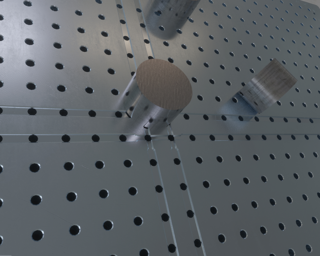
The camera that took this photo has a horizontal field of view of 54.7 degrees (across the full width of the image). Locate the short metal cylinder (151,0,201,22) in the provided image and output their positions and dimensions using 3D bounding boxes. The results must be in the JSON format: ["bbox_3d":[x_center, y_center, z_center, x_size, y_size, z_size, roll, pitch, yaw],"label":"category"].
[{"bbox_3d":[0.030,-0.237,0.553,0.081,0.050,0.080,14,56,-21],"label":"short metal cylinder"}]

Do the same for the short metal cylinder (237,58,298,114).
[{"bbox_3d":[0.175,-0.069,0.509,0.050,0.080,0.080,47,51,4],"label":"short metal cylinder"}]

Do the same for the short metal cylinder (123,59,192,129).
[{"bbox_3d":[-0.004,-0.046,0.418,0.081,0.050,0.080,14,56,-21],"label":"short metal cylinder"}]
